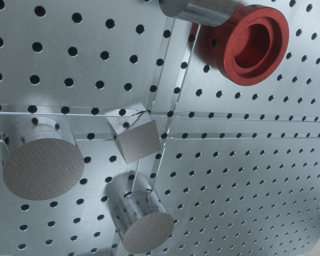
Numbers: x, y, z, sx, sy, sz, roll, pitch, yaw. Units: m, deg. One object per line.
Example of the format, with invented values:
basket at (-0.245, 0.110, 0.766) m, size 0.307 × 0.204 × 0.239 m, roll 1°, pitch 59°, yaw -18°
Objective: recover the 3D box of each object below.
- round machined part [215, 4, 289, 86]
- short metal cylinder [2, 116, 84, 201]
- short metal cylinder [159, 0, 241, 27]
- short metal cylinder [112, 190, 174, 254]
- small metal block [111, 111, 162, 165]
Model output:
round machined part at (0.111, -0.106, 0.395) m, size 0.099 × 0.042 × 0.097 m, roll -14°, pitch 124°, yaw -21°
short metal cylinder at (-0.130, 0.033, 0.344) m, size 0.081 × 0.050 × 0.079 m, roll -14°, pitch 124°, yaw -21°
short metal cylinder at (0.040, -0.146, 0.307) m, size 0.050 × 0.080 × 0.079 m, roll 3°, pitch 117°, yaw -30°
short metal cylinder at (-0.026, 0.141, 0.468) m, size 0.081 × 0.050 × 0.079 m, roll -14°, pitch 124°, yaw -21°
small metal block at (-0.030, 0.012, 0.403) m, size 0.050 × 0.025 × 0.050 m, roll -22°, pitch 127°, yaw -15°
